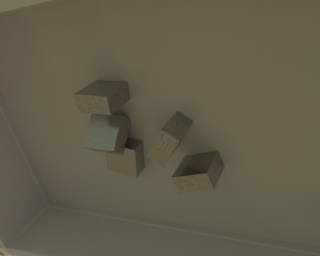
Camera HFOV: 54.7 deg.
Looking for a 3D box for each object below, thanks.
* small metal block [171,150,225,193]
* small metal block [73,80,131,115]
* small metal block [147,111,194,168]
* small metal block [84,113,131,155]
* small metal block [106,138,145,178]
[{"bbox_3d":[0.050,0.057,0.400,0.050,0.050,0.025,-13,112,33],"label":"small metal block"},{"bbox_3d":[-0.074,-0.041,0.405,0.050,0.050,0.025,6,121,24],"label":"small metal block"},{"bbox_3d":[0.013,0.014,0.393,0.025,0.050,0.050,33,129,6],"label":"small metal block"},{"bbox_3d":[-0.073,0.008,0.433,0.050,0.025,0.050,4,75,26],"label":"small metal block"},{"bbox_3d":[-0.052,0.041,0.460,0.050,0.025,0.050,12,124,21],"label":"small metal block"}]
